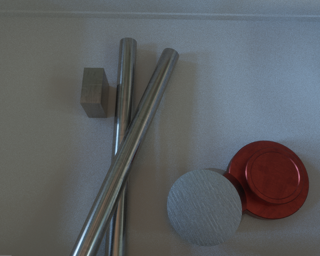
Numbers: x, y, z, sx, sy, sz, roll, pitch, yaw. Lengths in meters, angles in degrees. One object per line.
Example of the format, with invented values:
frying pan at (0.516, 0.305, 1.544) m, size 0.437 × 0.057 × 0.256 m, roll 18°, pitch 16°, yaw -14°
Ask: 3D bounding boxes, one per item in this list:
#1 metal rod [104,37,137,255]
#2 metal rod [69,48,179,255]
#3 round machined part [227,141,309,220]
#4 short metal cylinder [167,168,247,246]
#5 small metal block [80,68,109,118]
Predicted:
metal rod at (-0.049, 0.015, 0.403) m, size 0.025 × 0.025 × 0.299 m, roll 1°, pitch 70°, yaw 0°
metal rod at (-0.033, 0.016, 0.380) m, size 0.025 × 0.025 × 0.300 m, roll 18°, pitch 62°, yaw 6°
round machined part at (0.134, 0.062, 0.380) m, size 0.099 × 0.042 × 0.098 m, roll 0°, pitch 70°, yaw -1°
short metal cylinder at (0.054, 0.086, 0.350) m, size 0.080 × 0.050 × 0.080 m, roll -2°, pitch 84°, yaw 20°
small metal block at (-0.085, -0.046, 0.412) m, size 0.025 × 0.050 × 0.050 m, roll 1°, pitch 70°, yaw 0°
